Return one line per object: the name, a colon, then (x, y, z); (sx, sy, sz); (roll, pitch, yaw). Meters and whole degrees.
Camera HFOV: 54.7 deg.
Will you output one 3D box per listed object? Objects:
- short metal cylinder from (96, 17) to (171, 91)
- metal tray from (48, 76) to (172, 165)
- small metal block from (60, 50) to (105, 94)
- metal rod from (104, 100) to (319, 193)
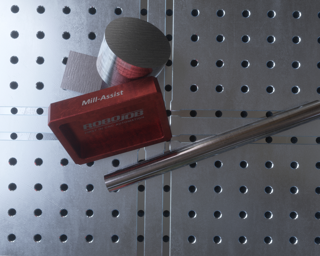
short metal cylinder: (-0.033, -0.089, 0.381); (0.081, 0.050, 0.080); (11, 56, -17)
metal tray: (-0.057, -0.006, 0.381); (0.131, 0.090, 0.030); (-16, 50, -1)
small metal block: (-0.098, -0.070, 0.412); (0.050, 0.025, 0.050); (14, 90, -1)
metal rod: (0.072, 0.024, 0.414); (0.302, 0.025, 0.025); (-19, 90, -1)
